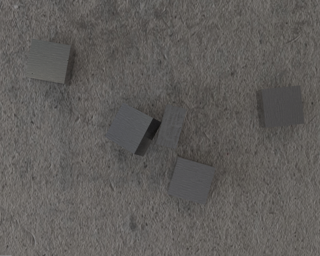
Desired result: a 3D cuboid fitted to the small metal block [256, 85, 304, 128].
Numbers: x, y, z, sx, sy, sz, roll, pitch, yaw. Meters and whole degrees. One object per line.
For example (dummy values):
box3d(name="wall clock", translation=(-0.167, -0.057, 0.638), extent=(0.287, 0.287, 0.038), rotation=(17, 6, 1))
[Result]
box3d(name="small metal block", translation=(0.159, -0.028, 0.411), extent=(0.050, 0.025, 0.050), rotation=(-6, 90, 0))

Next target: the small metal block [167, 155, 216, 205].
box3d(name="small metal block", translation=(0.041, 0.068, 0.410), extent=(0.050, 0.025, 0.050), rotation=(16, 90, 0))

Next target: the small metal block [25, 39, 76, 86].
box3d(name="small metal block", translation=(-0.143, -0.086, 0.409), extent=(0.050, 0.025, 0.050), rotation=(10, 90, 0))

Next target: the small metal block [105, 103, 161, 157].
box3d(name="small metal block", translation=(-0.035, 0.002, 0.400), extent=(0.050, 0.025, 0.050), rotation=(28, 90, 27))

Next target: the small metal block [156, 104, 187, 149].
box3d(name="small metal block", translation=(0.014, -0.002, 0.397), extent=(0.025, 0.050, 0.050), rotation=(15, 90, 0))
